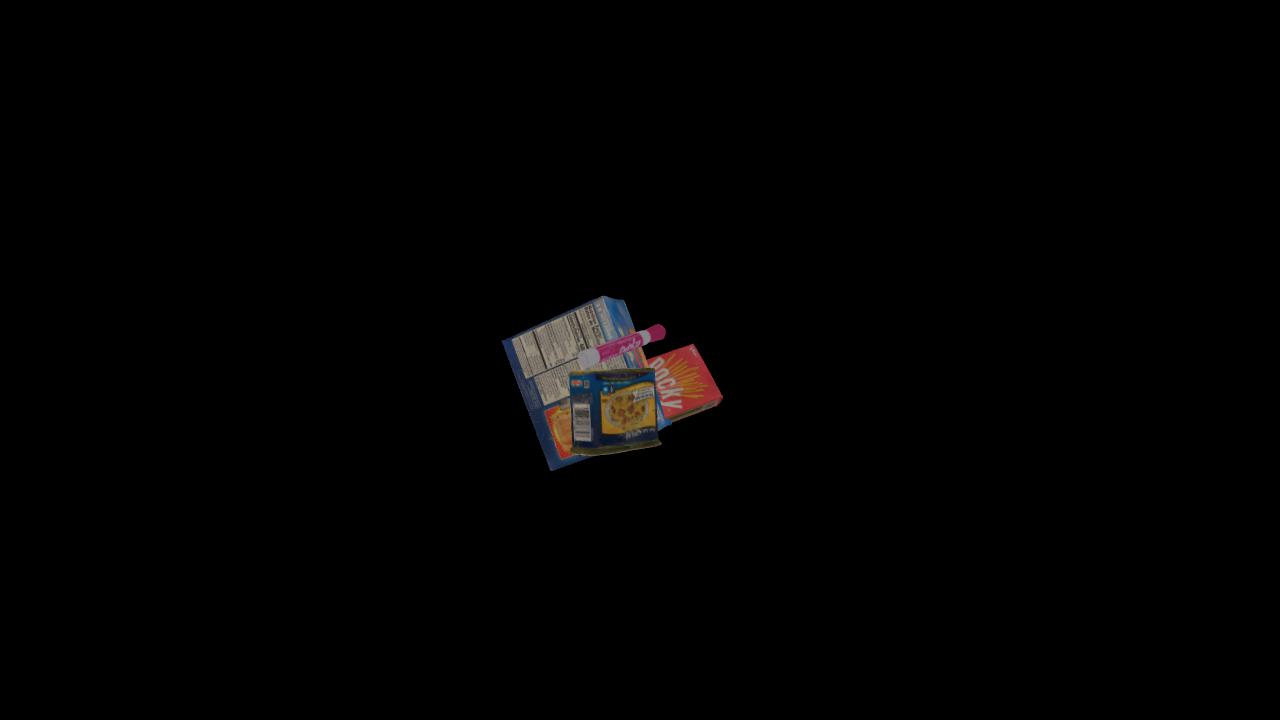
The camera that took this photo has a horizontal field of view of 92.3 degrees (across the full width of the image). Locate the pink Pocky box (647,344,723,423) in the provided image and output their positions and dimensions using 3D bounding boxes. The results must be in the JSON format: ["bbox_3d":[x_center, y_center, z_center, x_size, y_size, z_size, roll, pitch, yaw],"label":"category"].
[{"bbox_3d":[0.016,0.041,0.758,0.155,0.084,0.029,-18,-26,-17],"label":"pink Pocky box"}]

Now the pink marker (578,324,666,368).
[{"bbox_3d":[-0.016,-0.017,0.674,0.121,0.020,0.020,-22,15,-41],"label":"pink marker"}]

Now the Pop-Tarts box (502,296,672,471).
[{"bbox_3d":[-0.062,0.028,0.740,0.141,0.167,0.083,-22,-3,17],"label":"Pop-Tarts box"}]

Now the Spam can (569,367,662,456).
[{"bbox_3d":[-0.026,0.052,0.649,0.058,0.085,0.101,-4,-1,43],"label":"Spam can"}]
